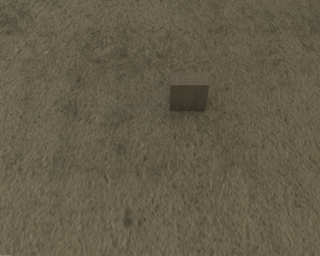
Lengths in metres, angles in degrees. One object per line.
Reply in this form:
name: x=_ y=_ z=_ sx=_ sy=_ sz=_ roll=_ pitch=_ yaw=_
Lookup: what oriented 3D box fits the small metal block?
small metal block: x=0.039 y=-0.049 z=0.429 sx=0.050 sy=0.050 sz=0.025 roll=0 pitch=50 yaw=0
